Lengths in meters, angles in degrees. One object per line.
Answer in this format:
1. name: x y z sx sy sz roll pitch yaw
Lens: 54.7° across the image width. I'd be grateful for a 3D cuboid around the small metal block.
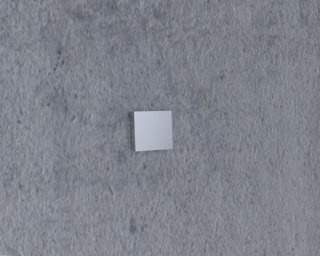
1. small metal block: -0.012 0.003 0.406 0.050 0.025 0.050 -2 91 -20
